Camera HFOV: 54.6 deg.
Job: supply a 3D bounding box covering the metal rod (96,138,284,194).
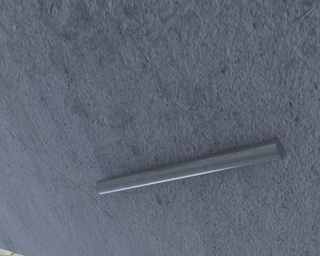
[{"bbox_3d":[0.019,0.061,0.435,0.299,0.025,0.025,-18,109,35],"label":"metal rod"}]
